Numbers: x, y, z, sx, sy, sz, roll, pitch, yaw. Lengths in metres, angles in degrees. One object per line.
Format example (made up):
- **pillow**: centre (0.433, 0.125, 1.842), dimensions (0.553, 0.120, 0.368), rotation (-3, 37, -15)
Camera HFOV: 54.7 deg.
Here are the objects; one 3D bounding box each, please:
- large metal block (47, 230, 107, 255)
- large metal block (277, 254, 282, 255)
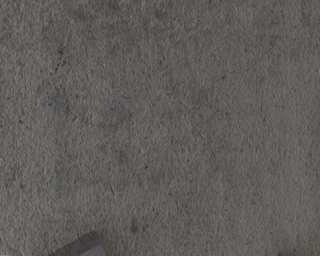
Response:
- **large metal block**: centre (-0.094, 0.182, 0.362), dimensions (0.081, 0.050, 0.080), rotation (-25, 99, -18)
- **large metal block**: centre (0.211, 0.254, 0.475), dimensions (0.080, 0.050, 0.080), rotation (29, 80, -18)
